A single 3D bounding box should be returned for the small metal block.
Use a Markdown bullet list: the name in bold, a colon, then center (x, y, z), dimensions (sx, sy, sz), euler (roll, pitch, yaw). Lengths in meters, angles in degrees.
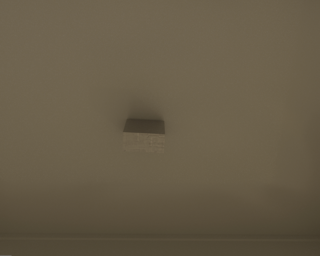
- **small metal block**: center (-0.020, 0.009, 0.397), dimensions (0.050, 0.050, 0.025), euler (3, 110, -2)
